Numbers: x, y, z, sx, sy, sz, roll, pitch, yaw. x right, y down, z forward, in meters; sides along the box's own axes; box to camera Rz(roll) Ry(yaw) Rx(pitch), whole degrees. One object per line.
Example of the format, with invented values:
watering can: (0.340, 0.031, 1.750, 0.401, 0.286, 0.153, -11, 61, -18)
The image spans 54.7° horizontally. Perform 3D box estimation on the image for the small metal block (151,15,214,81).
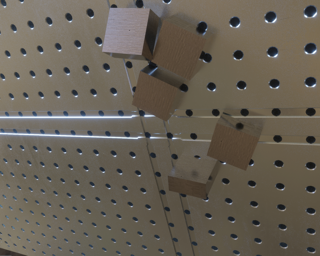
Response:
small metal block: (0.024, -0.089, 0.343, 0.050, 0.025, 0.050, 28, 128, 10)

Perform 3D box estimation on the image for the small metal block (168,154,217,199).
small metal block: (0.044, 0.063, 0.410, 0.050, 0.050, 0.025, 9, 122, 23)

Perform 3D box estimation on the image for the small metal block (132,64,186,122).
small metal block: (-0.002, -0.044, 0.384, 0.050, 0.025, 0.050, 27, 128, 11)

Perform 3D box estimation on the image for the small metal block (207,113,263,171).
small metal block: (0.089, 0.017, 0.374, 0.050, 0.025, 0.050, 21, 126, 15)

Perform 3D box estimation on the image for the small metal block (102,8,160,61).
small metal block: (-0.033, -0.105, 0.347, 0.050, 0.025, 0.050, 10, 90, 23)
